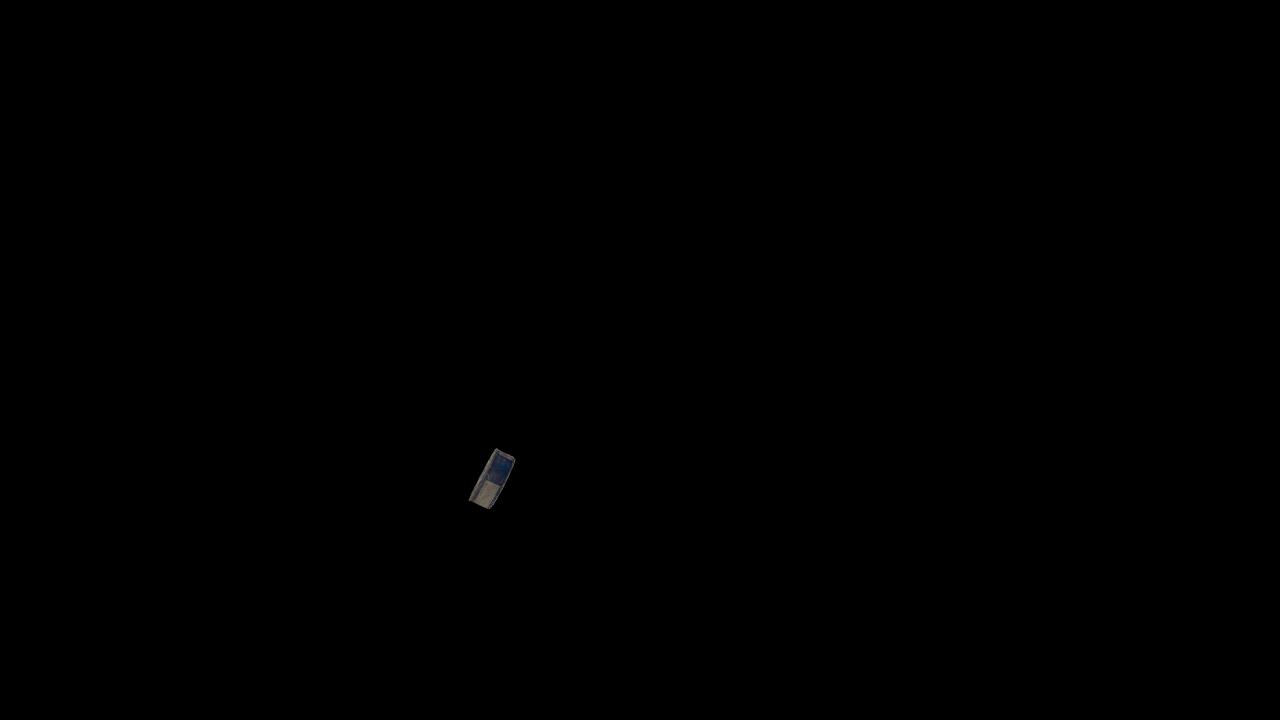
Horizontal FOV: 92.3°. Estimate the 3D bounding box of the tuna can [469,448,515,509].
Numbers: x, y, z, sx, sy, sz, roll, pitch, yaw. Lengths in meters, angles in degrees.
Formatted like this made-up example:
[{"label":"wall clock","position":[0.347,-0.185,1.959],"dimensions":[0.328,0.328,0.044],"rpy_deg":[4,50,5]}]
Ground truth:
[{"label":"tuna can","position":[-0.216,0.174,0.900],"dimensions":[0.034,0.084,0.084],"rpy_deg":[28,-6,-11]}]
